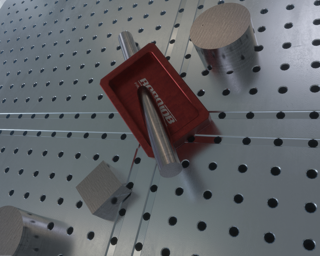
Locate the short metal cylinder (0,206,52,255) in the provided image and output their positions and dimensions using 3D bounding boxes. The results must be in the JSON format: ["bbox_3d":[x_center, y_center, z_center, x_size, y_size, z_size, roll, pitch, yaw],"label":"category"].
[{"bbox_3d":[-0.191,0.147,0.402,0.080,0.050,0.080,-13,56,21],"label":"short metal cylinder"}]

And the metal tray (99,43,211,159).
[{"bbox_3d":[-0.007,-0.035,0.402,0.090,0.030,0.130,-37,72,3],"label":"metal tray"}]

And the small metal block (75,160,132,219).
[{"bbox_3d":[-0.073,0.079,0.398,0.050,0.025,0.050,-45,51,-3],"label":"small metal block"}]

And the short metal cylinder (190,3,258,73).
[{"bbox_3d":[0.087,-0.122,0.421,0.080,0.050,0.080,-13,56,21],"label":"short metal cylinder"}]

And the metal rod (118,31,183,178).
[{"bbox_3d":[-0.024,-0.056,0.430,0.025,0.025,0.300,-29,45,10],"label":"metal rod"}]
